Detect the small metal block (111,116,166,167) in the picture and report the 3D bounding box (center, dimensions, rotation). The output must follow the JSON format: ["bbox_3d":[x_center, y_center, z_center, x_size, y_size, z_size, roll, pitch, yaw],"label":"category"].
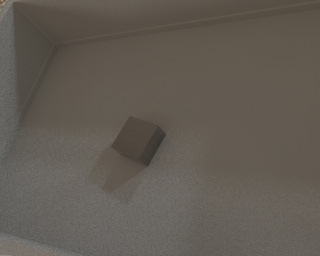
[{"bbox_3d":[-0.029,0.017,0.411,0.050,0.025,0.050,19,72,35],"label":"small metal block"}]
